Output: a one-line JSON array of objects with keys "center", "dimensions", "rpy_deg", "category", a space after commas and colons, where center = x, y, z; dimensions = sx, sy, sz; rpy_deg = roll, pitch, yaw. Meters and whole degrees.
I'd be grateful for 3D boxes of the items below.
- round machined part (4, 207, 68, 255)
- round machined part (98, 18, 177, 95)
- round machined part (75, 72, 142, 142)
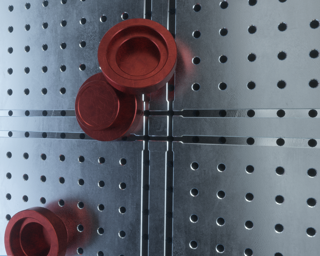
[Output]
[{"center": [-0.181, 0.167, 0.468], "dimensions": [0.098, 0.042, 0.097], "rpy_deg": [0, 90, 20], "category": "round machined part"}, {"center": [-0.027, -0.088, 0.401], "dimensions": [0.099, 0.042, 0.098], "rpy_deg": [0, 73, 1], "category": "round machined part"}, {"center": [-0.078, -0.030, 0.432], "dimensions": [0.098, 0.042, 0.097], "rpy_deg": [0, 90, 20], "category": "round machined part"}]
